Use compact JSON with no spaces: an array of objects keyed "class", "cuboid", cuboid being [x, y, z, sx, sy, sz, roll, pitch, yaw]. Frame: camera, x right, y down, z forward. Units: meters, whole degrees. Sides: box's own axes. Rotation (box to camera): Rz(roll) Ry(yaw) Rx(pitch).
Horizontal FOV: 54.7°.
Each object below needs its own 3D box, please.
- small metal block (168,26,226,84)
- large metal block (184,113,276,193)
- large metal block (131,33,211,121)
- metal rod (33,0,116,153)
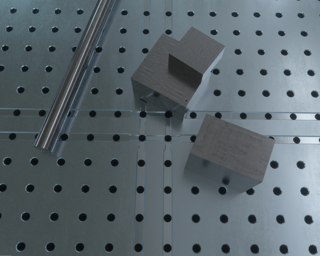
[{"class":"small metal block","cuboid":[0.046,-0.092,0.393,0.050,0.025,0.050,35,73,11]},{"class":"large metal block","cuboid":[0.079,0.033,0.371,0.080,0.080,0.050,22,72,7]},{"class":"large metal block","cuboid":[0.018,-0.069,0.424,0.080,0.050,0.080,29,72,10]},{"class":"metal rod","cuboid":[-0.111,-0.107,0.449,0.025,0.025,0.299,15,70,5]}]
